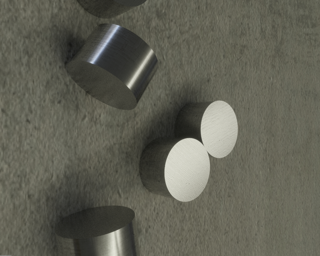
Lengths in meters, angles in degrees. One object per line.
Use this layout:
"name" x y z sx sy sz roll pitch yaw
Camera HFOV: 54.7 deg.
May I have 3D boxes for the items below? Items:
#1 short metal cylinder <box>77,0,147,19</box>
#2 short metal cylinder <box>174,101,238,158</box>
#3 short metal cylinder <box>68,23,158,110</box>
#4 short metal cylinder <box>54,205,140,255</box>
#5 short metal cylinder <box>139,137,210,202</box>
"short metal cylinder" -0.054 -0.169 0.344 0.081 0.050 0.079 0 90 -40
"short metal cylinder" 0.067 0.002 0.448 0.081 0.050 0.079 0 90 -41
"short metal cylinder" -0.049 -0.063 0.329 0.080 0.080 0.050 42 65 -33
"short metal cylinder" -0.063 0.119 0.318 0.081 0.080 0.050 -12 98 -40
"short metal cylinder" 0.020 0.052 0.408 0.081 0.050 0.079 0 91 -40
